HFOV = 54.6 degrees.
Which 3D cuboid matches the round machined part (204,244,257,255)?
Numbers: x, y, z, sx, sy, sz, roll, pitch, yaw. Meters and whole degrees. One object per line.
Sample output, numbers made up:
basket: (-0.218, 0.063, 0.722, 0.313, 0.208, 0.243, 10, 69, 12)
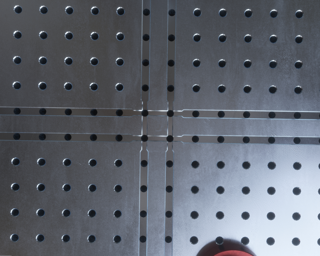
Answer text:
round machined part: (0.096, 0.208, 0.406, 0.099, 0.042, 0.097, 0, 90, 0)
